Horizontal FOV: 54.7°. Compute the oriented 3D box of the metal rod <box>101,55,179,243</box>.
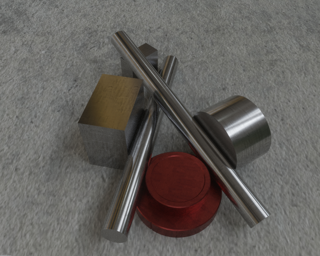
[{"bbox_3d":[-0.012,-0.003,0.388,0.025,0.025,0.300,9,44,7],"label":"metal rod"}]

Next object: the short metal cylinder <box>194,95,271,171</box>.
[{"bbox_3d":[0.082,0.008,0.364,0.050,0.080,0.080,-26,55,-20],"label":"short metal cylinder"}]

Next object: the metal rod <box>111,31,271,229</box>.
[{"bbox_3d":[0.022,-0.016,0.374,0.025,0.025,0.300,-26,64,-20],"label":"metal rod"}]

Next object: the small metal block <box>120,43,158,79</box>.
[{"bbox_3d":[-0.030,-0.091,0.464,0.025,0.050,0.050,38,59,27],"label":"small metal block"}]

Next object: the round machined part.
[{"bbox_3d":[0.019,0.065,0.340,0.099,0.042,0.098,0,50,0],"label":"round machined part"}]

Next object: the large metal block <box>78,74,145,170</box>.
[{"bbox_3d":[-0.053,-0.006,0.373,0.050,0.080,0.080,9,51,7],"label":"large metal block"}]
